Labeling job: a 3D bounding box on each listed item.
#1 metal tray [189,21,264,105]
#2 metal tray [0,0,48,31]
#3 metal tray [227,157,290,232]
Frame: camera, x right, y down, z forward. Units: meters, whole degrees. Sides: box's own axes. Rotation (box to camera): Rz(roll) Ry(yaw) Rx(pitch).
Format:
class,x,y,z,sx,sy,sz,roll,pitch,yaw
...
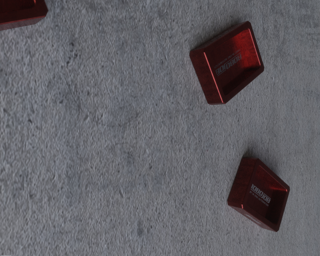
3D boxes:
class,x,y,z,sx,sy,sz,roll,pitch,yaw
metal tray,0.111,-0.105,0.493,0.131,0.030,0.090,-38,113,-33
metal tray,-0.165,-0.149,0.262,0.091,0.030,0.129,-28,108,-36
metal tray,0.179,0.119,0.551,0.130,0.030,0.090,37,67,-34
